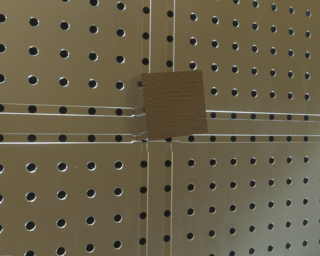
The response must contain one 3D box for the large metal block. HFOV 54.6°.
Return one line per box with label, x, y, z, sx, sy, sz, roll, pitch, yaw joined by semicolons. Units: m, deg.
large metal block;0.011;-0.029;0.403;0.081;0.050;0.080;-7;93;-20
